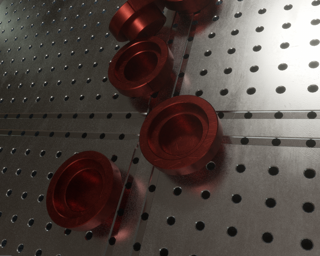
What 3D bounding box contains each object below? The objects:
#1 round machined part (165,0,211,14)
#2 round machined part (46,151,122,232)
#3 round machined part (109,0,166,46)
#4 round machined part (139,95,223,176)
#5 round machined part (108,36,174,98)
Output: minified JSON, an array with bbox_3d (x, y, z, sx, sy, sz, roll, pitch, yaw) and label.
[{"bbox_3d":[0.049,-0.228,0.510,0.098,0.042,0.098,-13,56,20],"label":"round machined part"},{"bbox_3d":[-0.091,0.082,0.393,0.098,0.042,0.098,-13,56,20],"label":"round machined part"},{"bbox_3d":[-0.029,-0.168,0.491,0.098,0.098,0.042,-38,89,2],"label":"round machined part"},{"bbox_3d":[0.028,0.012,0.374,0.098,0.042,0.098,-13,56,20],"label":"round machined part"},{"bbox_3d":[-0.024,-0.086,0.461,0.098,0.042,0.098,-13,56,20],"label":"round machined part"}]
